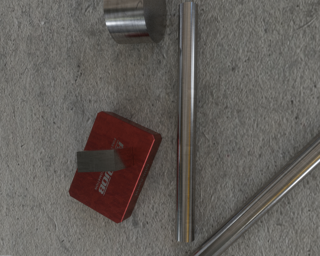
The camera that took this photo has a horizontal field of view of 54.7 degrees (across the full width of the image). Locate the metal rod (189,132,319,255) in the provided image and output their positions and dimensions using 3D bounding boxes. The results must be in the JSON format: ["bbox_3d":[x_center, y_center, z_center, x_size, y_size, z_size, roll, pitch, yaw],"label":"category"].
[{"bbox_3d":[0.103,0.107,0.372,0.025,0.025,0.299,45,104,14],"label":"metal rod"}]

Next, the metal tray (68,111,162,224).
[{"bbox_3d":[-0.063,0.052,0.428,0.090,0.030,0.129,24,98,18],"label":"metal tray"}]

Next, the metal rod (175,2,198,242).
[{"bbox_3d":[0.034,-0.007,0.396,0.025,0.025,0.298,1,90,20],"label":"metal rod"}]

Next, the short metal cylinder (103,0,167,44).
[{"bbox_3d":[-0.028,-0.147,0.390,0.050,0.080,0.079,4,91,20],"label":"short metal cylinder"}]

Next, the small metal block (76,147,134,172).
[{"bbox_3d":[-0.067,0.039,0.387,0.050,0.050,0.025,-5,89,20],"label":"small metal block"}]
